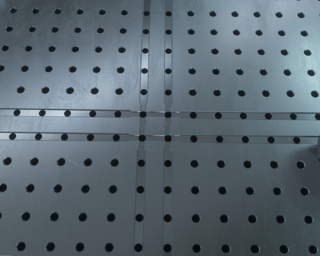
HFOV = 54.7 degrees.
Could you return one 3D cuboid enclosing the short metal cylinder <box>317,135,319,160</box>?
[{"bbox_3d":[0.239,0.032,0.374,0.050,0.080,0.080,-16,71,-6],"label":"short metal cylinder"}]
